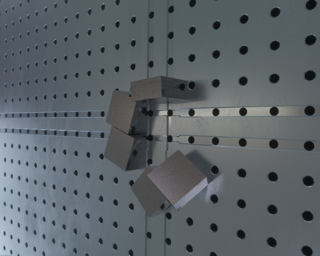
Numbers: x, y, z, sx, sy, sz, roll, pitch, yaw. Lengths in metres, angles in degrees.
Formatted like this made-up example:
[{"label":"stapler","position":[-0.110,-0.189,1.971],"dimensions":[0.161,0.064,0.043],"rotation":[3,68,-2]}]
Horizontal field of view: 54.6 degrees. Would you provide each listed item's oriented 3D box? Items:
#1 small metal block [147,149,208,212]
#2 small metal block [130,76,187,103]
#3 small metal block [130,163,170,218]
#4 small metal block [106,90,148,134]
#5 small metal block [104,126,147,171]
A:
[{"label":"small metal block","position":[0.021,0.063,0.375],"dimensions":[0.050,0.025,0.050],"rotation":[-38,59,-12]},{"label":"small metal block","position":[-0.001,-0.047,0.395],"dimensions":[0.050,0.050,0.025],"rotation":[-4,87,40]},{"label":"small metal block","position":[-0.006,0.083,0.415],"dimensions":[0.050,0.025,0.050],"rotation":[-52,60,27]},{"label":"small metal block","position":[-0.048,-0.023,0.450],"dimensions":[0.050,0.025,0.050],"rotation":[25,106,37]},{"label":"small metal block","position":[-0.052,0.029,0.453],"dimensions":[0.050,0.025,0.050],"rotation":[27,107,37]}]
